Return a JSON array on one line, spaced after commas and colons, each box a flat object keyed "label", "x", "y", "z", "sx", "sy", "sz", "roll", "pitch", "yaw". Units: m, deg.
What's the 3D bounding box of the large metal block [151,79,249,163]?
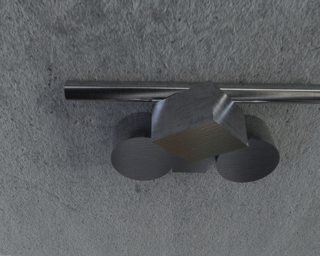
[{"label": "large metal block", "x": 0.047, "y": -0.003, "z": 0.367, "sx": 0.080, "sy": 0.050, "sz": 0.080, "roll": -21, "pitch": 145, "yaw": 33}]

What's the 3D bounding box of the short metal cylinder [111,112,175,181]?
[{"label": "short metal cylinder", "x": -0.022, "y": 0.025, "z": 0.413, "sx": 0.081, "sy": 0.050, "sz": 0.079, "roll": 0, "pitch": 130, "yaw": 0}]

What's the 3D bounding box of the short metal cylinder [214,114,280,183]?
[{"label": "short metal cylinder", "x": 0.113, "y": 0.028, "z": 0.417, "sx": 0.081, "sy": 0.050, "sz": 0.079, "roll": 0, "pitch": 130, "yaw": 0}]

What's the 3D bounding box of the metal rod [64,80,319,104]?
[{"label": "metal rod", "x": 0.041, "y": -0.043, "z": 0.372, "sx": 0.302, "sy": 0.025, "sz": 0.025, "roll": 1, "pitch": 130, "yaw": -1}]

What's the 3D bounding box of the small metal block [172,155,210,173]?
[{"label": "small metal block", "x": 0.043, "y": 0.038, "z": 0.442, "sx": 0.050, "sy": 0.025, "sz": 0.050, "roll": 1, "pitch": 130, "yaw": -2}]
